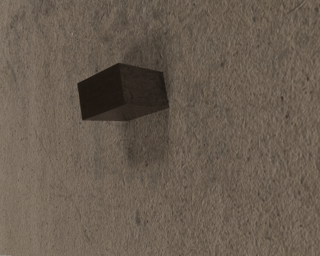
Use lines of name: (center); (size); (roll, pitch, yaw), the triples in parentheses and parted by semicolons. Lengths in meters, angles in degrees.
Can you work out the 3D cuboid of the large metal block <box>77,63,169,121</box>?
large metal block: (-0.048, -0.042, 0.406); (0.080, 0.081, 0.050); (-15, 80, 38)
